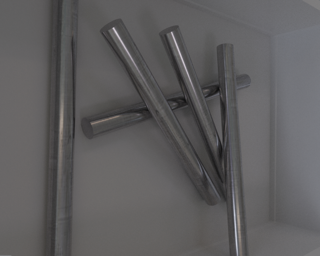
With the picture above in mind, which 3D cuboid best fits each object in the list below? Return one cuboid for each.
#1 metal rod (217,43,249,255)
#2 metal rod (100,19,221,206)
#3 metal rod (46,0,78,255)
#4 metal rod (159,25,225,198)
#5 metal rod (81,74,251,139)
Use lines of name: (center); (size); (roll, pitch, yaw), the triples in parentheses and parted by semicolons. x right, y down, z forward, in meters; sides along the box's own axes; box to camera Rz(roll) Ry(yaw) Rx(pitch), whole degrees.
metal rod: (0.102, 0.025, 0.441); (0.025, 0.025, 0.298); (6, 78, -40)
metal rod: (0.016, 0.003, 0.392); (0.025, 0.025, 0.299); (-52, 129, -27)
metal rod: (-0.101, -0.004, 0.321); (0.025, 0.025, 0.298); (2, 89, -40)
metal rod: (0.067, 0.002, 0.437); (0.025, 0.025, 0.299); (-45, 125, -30)
metal rod: (0.032, -0.040, 0.432); (0.302, 0.025, 0.025); (-20, 103, -38)
